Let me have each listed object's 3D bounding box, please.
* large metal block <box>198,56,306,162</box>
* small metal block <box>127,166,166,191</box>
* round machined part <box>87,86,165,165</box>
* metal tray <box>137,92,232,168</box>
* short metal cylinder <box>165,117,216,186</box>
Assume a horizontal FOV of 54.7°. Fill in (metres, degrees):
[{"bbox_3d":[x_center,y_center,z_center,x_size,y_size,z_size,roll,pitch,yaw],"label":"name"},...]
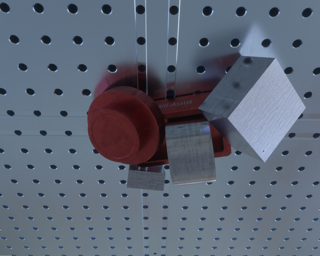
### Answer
[{"bbox_3d":[0.104,-0.022,0.347,0.080,0.050,0.080,-51,121,-8],"label":"large metal block"},{"bbox_3d":[-0.020,0.069,0.446,0.050,0.050,0.025,6,96,-5],"label":"small metal block"},{"bbox_3d":[-0.047,0.002,0.372,0.098,0.042,0.097,10,117,20],"label":"round machined part"},{"bbox_3d":[0.025,0.004,0.409,0.131,0.030,0.090,-9,130,7],"label":"metal tray"},{"bbox_3d":[0.037,0.029,0.379,0.050,0.080,0.080,-7,130,5],"label":"short metal cylinder"}]
